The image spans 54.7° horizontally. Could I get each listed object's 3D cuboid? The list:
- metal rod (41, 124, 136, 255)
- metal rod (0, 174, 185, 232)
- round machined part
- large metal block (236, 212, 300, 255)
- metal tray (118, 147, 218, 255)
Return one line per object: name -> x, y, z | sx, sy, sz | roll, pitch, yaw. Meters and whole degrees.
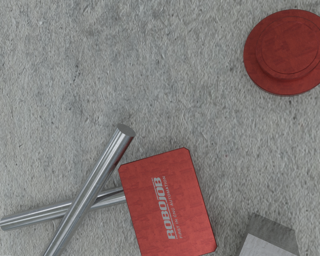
metal rod -> -0.116, 0.119, 0.422 | 0.025, 0.025, 0.298 | 39, 112, 15
metal rod -> -0.108, 0.109, 0.445 | 0.301, 0.025, 0.025 | -18, 84, 18
round machined part -> 0.145, -0.086, 0.349 | 0.098, 0.042, 0.097 | 0, 90, 19
large metal block -> 0.110, 0.150, 0.341 | 0.050, 0.080, 0.080 | 21, 97, 18
metal tray -> 0.009, 0.097, 0.387 | 0.090, 0.030, 0.129 | -16, 85, 0
